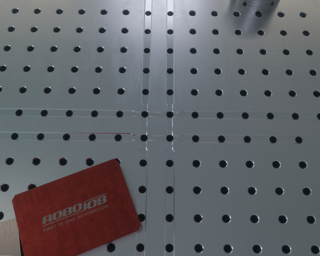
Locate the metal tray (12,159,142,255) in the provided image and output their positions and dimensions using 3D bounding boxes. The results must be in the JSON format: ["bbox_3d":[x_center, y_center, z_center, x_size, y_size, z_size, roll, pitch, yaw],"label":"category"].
[{"bbox_3d":[-0.098,0.102,0.371,0.131,0.030,0.090,-20,71,-8],"label":"metal tray"}]

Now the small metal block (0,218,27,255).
[{"bbox_3d":[-0.184,0.137,0.360,0.050,0.025,0.050,-14,71,-5],"label":"small metal block"}]

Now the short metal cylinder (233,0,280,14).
[{"bbox_3d":[0.157,-0.228,0.483,0.081,0.050,0.080,0,70,0],"label":"short metal cylinder"}]
